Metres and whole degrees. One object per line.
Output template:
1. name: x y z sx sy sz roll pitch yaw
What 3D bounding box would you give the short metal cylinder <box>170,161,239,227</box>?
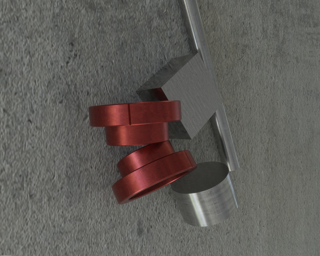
1. short metal cylinder: 0.060 0.087 0.420 0.081 0.080 0.050 -32 110 -36

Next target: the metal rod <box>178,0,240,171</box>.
1. metal rod: 0.073 -0.073 0.465 0.025 0.025 0.298 -29 108 -36

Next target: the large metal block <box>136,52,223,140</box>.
1. large metal block: 0.028 -0.041 0.412 0.080 0.050 0.080 -47 118 -30

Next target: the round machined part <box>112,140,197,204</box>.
1. round machined part: -0.010 0.047 0.357 0.099 0.098 0.042 -15 72 -39

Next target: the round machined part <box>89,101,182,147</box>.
1. round machined part: -0.025 -0.005 0.336 0.099 0.098 0.042 -7 95 -40
